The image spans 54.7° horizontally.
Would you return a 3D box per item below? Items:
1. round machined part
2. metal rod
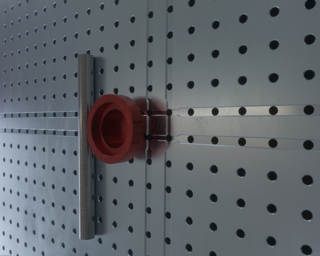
[{"bbox_3d":[-0.058,0.001,0.446,0.098,0.042,0.097,0,90,40],"label":"round machined part"},{"bbox_3d":[-0.121,0.030,0.509,0.025,0.025,0.298,-1,89,40],"label":"metal rod"}]
